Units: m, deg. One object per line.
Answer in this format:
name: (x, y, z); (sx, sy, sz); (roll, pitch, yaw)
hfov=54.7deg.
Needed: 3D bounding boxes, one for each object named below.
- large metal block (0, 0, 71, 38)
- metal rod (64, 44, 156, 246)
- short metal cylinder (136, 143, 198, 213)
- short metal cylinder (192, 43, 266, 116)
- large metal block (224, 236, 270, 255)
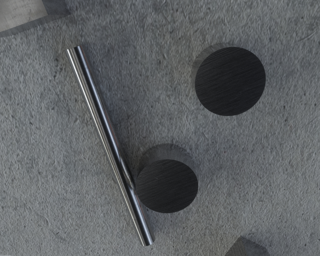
large metal block: (-0.153, -0.133, 0.330); (0.080, 0.080, 0.050); (-17, 109, 6)
metal rod: (-0.061, 0.037, 0.422); (0.025, 0.025, 0.298); (-15, 110, 5)
short metal cylinder: (0.009, 0.067, 0.421); (0.081, 0.050, 0.079); (0, 110, 0)
short metal cylinder: (0.080, -0.060, 0.375); (0.081, 0.050, 0.079); (0, 110, 0)
large metal block: (0.129, 0.227, 0.466); (0.050, 0.080, 0.080); (28, 108, -10)
